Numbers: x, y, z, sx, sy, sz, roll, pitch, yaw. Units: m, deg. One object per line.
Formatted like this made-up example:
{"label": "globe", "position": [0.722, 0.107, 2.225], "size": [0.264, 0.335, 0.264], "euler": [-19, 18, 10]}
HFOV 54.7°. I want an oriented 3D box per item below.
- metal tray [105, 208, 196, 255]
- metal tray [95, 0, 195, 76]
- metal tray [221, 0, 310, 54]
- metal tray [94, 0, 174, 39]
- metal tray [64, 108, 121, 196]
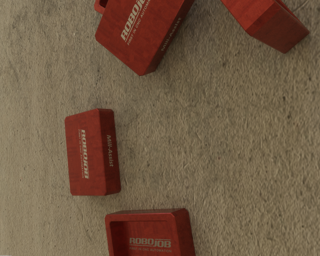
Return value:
{"label": "metal tray", "position": [-0.016, 0.157, 0.414], "size": [0.130, 0.030, 0.090], "euler": [-15, 81, 39]}
{"label": "metal tray", "position": [-0.020, -0.143, 0.387], "size": [0.090, 0.030, 0.129], "euler": [41, 125, 11]}
{"label": "metal tray", "position": [0.079, -0.135, 0.297], "size": [0.030, 0.091, 0.130], "euler": [-44, 64, 31]}
{"label": "metal tray", "position": [-0.031, -0.183, 0.427], "size": [0.130, 0.030, 0.089], "euler": [39, 114, 33]}
{"label": "metal tray", "position": [-0.109, 0.040, 0.492], "size": [0.090, 0.030, 0.129], "euler": [-10, 84, 39]}
